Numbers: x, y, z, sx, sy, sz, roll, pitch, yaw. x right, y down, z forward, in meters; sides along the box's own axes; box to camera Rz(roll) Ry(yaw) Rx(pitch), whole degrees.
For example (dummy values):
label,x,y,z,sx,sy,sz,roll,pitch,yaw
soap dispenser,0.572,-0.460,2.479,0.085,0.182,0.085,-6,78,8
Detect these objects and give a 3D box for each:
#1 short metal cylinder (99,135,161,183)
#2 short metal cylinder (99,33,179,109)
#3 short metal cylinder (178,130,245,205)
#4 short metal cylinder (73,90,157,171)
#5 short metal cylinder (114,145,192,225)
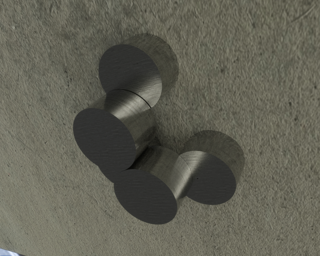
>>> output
label,x,y,z,sx,sy,sz,roll,pitch,yaw
short metal cylinder,-0.043,0.039,0.439,0.080,0.050,0.079,13,124,21
short metal cylinder,-0.024,-0.066,0.365,0.080,0.050,0.079,13,124,21
short metal cylinder,0.061,0.049,0.390,0.080,0.050,0.079,13,124,21
short metal cylinder,-0.051,0.003,0.355,0.080,0.050,0.079,13,124,21
short metal cylinder,-0.007,0.068,0.372,0.080,0.050,0.079,13,124,20
